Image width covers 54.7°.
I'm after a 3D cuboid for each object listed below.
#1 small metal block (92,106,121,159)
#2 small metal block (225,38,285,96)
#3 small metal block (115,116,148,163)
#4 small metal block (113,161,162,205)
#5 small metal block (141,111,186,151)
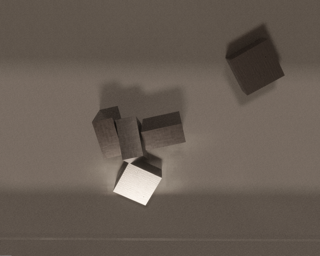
[{"bbox_3d":[-0.063,0.004,0.399,0.025,0.050,0.050,-13,110,5],"label":"small metal block"},{"bbox_3d":[0.117,-0.076,0.385,0.050,0.025,0.050,-29,108,10],"label":"small metal block"},{"bbox_3d":[-0.035,0.016,0.393,0.025,0.050,0.050,-12,78,2],"label":"small metal block"},{"bbox_3d":[-0.031,0.074,0.438,0.050,0.025,0.050,26,108,-10],"label":"small metal block"},{"bbox_3d":[0.004,0.002,0.399,0.050,0.050,0.025,-12,110,4],"label":"small metal block"}]
